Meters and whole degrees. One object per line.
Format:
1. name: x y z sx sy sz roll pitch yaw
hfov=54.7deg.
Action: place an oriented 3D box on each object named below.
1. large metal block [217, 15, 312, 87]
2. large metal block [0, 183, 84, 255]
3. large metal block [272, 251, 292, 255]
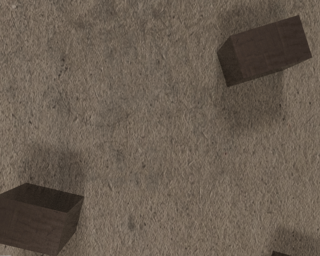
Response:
1. large metal block: 0.124 -0.091 0.384 0.080 0.080 0.050 -17 90 0
2. large metal block: -0.148 0.108 0.381 0.080 0.080 0.050 14 90 -1
3. large metal block: 0.183 0.218 0.400 0.080 0.050 0.080 16 90 -1
